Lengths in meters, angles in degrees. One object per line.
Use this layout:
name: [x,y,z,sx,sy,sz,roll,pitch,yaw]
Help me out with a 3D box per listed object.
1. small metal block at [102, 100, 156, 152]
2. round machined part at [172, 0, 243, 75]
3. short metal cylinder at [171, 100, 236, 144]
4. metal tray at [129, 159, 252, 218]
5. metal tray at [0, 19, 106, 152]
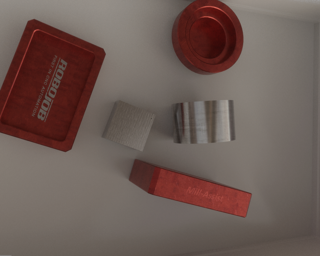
small metal block: [-0.040,-0.002,0.397,0.050,0.025,0.050,22,83,-19]
round machined part: [0.061,-0.121,0.425,0.099,0.042,0.097,0,90,-21]
short metal cylinder: [0.056,-0.008,0.403,0.081,0.080,0.050,-4,92,-20]
metal tray: [0.035,0.074,0.390,0.131,0.090,0.030,18,84,-20]
metal tray: [-0.128,-0.047,0.360,0.091,0.030,0.129,20,83,-19]
